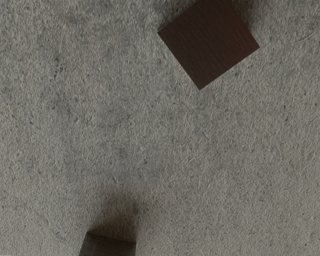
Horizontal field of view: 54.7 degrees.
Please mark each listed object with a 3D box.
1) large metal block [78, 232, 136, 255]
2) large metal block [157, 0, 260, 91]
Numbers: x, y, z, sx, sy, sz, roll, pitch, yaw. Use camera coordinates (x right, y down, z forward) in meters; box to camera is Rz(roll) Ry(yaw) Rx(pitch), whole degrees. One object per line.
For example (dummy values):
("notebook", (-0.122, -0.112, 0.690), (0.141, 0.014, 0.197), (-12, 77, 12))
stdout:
("large metal block", (-0.087, 0.217, 0.476), (0.080, 0.050, 0.079), (15, 109, -6))
("large metal block", (0.053, -0.104, 0.359), (0.080, 0.050, 0.080), (-36, 107, 12))
